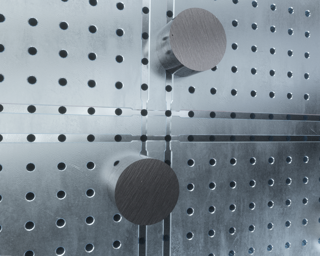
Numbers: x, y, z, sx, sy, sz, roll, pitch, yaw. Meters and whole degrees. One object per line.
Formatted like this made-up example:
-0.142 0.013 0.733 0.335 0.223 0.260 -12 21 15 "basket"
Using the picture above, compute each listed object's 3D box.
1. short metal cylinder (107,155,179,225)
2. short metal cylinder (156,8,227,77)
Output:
-0.022 0.076 0.391 0.081 0.050 0.079 0 90 -20 "short metal cylinder"
0.041 -0.112 0.414 0.081 0.050 0.079 0 90 -20 "short metal cylinder"
